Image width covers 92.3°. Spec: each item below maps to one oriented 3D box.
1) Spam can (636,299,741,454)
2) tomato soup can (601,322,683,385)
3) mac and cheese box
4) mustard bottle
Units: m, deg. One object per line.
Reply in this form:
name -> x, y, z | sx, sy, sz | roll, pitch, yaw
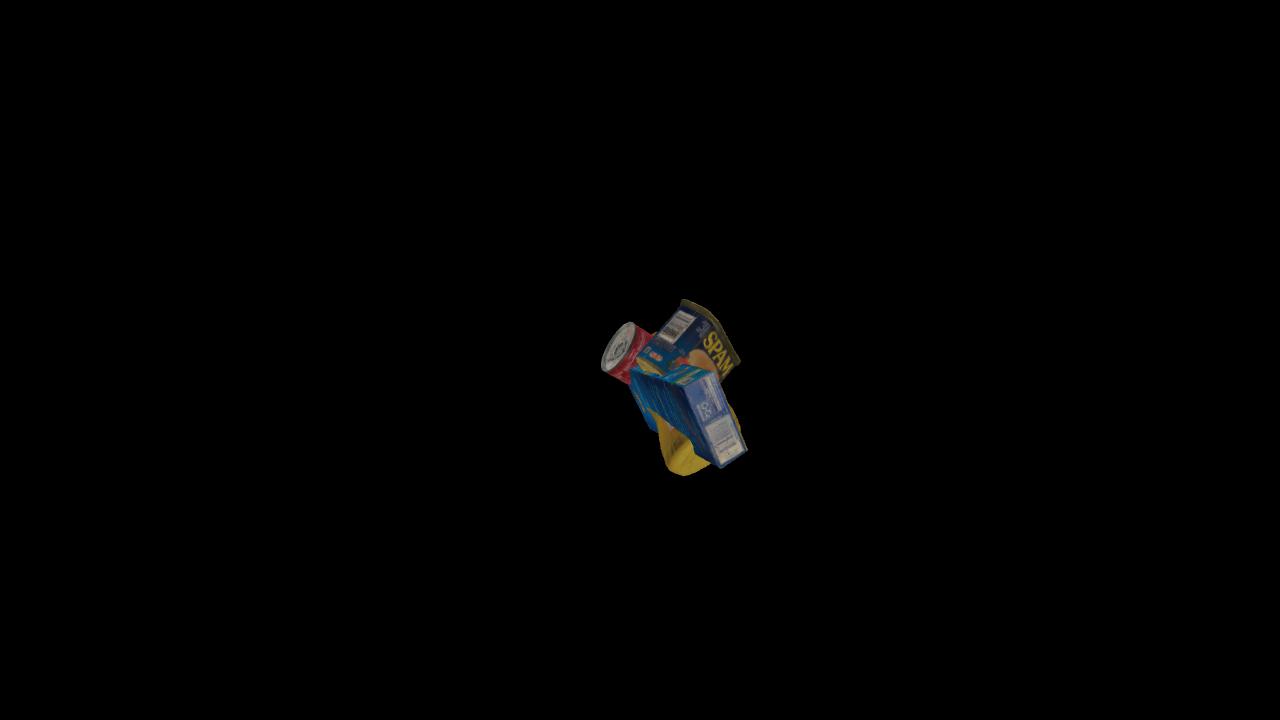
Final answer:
Spam can -> 0.052, 0.000, 0.671 | 0.058, 0.085, 0.101 | 31, -16, 44
tomato soup can -> 0.014, 0.008, 0.736 | 0.101, 0.068, 0.068 | 31, -13, -22
mac and cheese box -> 0.040, 0.047, 0.659 | 0.041, 0.093, 0.184 | -30, 16, -15
mustard bottle -> 0.043, 0.032, 0.692 | 0.054, 0.092, 0.184 | 20, 33, -34
